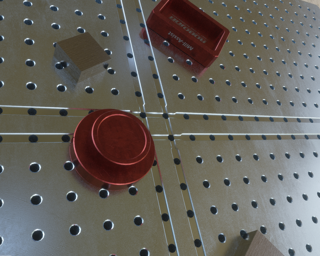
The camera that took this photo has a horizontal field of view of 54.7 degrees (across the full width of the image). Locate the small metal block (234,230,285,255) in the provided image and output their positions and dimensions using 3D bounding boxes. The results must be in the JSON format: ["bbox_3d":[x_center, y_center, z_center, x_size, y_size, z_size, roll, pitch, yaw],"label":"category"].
[{"bbox_3d":[0.119,0.162,0.373,0.050,0.025,0.050,44,51,2],"label":"small metal block"}]

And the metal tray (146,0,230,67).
[{"bbox_3d":[0.051,-0.174,0.538,0.130,0.030,0.090,34,51,-6],"label":"metal tray"}]

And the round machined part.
[{"bbox_3d":[-0.050,0.019,0.359,0.099,0.042,0.098,14,56,-21],"label":"round machined part"}]

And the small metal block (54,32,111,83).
[{"bbox_3d":[-0.102,-0.094,0.410,0.050,0.025,0.050,49,51,6],"label":"small metal block"}]
